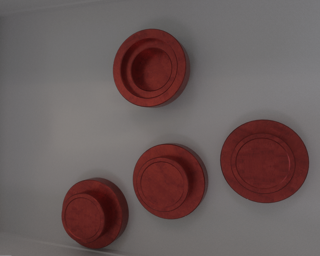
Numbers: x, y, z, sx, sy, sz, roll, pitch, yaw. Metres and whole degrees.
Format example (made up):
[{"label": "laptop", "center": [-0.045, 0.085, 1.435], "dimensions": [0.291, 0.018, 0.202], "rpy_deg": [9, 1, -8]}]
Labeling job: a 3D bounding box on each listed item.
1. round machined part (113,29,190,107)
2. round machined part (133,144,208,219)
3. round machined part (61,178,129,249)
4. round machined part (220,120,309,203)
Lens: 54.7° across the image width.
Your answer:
[{"label": "round machined part", "center": [-0.008, -0.075, 0.404], "dimensions": [0.098, 0.042, 0.097], "rpy_deg": [0, 90, 20]}, {"label": "round machined part", "center": [0.009, 0.069, 0.398], "dimensions": [0.098, 0.042, 0.097], "rpy_deg": [0, 90, 20]}, {"label": "round machined part", "center": [-0.098, 0.122, 0.436], "dimensions": [0.098, 0.042, 0.097], "rpy_deg": [0, 90, 20]}, {"label": "round machined part", "center": [0.119, 0.039, 0.359], "dimensions": [0.098, 0.042, 0.097], "rpy_deg": [0, 90, 20]}]
